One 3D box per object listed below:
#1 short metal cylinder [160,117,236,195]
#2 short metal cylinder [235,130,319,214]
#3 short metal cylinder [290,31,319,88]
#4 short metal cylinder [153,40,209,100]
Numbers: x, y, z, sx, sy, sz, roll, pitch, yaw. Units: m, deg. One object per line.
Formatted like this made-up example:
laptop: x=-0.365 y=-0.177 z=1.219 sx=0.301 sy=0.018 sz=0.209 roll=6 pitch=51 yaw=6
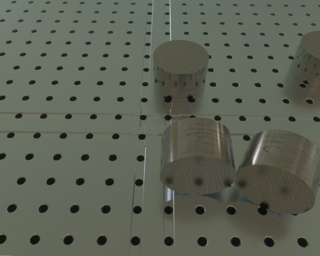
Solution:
short metal cylinder: x=0.041 y=0.033 z=0.345 sx=0.081 sy=0.080 sz=0.050 roll=2 pitch=50 yaw=1
short metal cylinder: x=0.128 y=0.048 z=0.334 sx=0.080 sy=0.080 sz=0.050 roll=22 pitch=54 yaw=17
short metal cylinder: x=0.254 y=-0.108 z=0.486 sx=0.081 sy=0.050 sz=0.080 roll=0 pitch=50 yaw=0
short metal cylinder: x=0.030 y=-0.088 z=0.466 sx=0.081 sy=0.050 sz=0.080 roll=0 pitch=50 yaw=0
